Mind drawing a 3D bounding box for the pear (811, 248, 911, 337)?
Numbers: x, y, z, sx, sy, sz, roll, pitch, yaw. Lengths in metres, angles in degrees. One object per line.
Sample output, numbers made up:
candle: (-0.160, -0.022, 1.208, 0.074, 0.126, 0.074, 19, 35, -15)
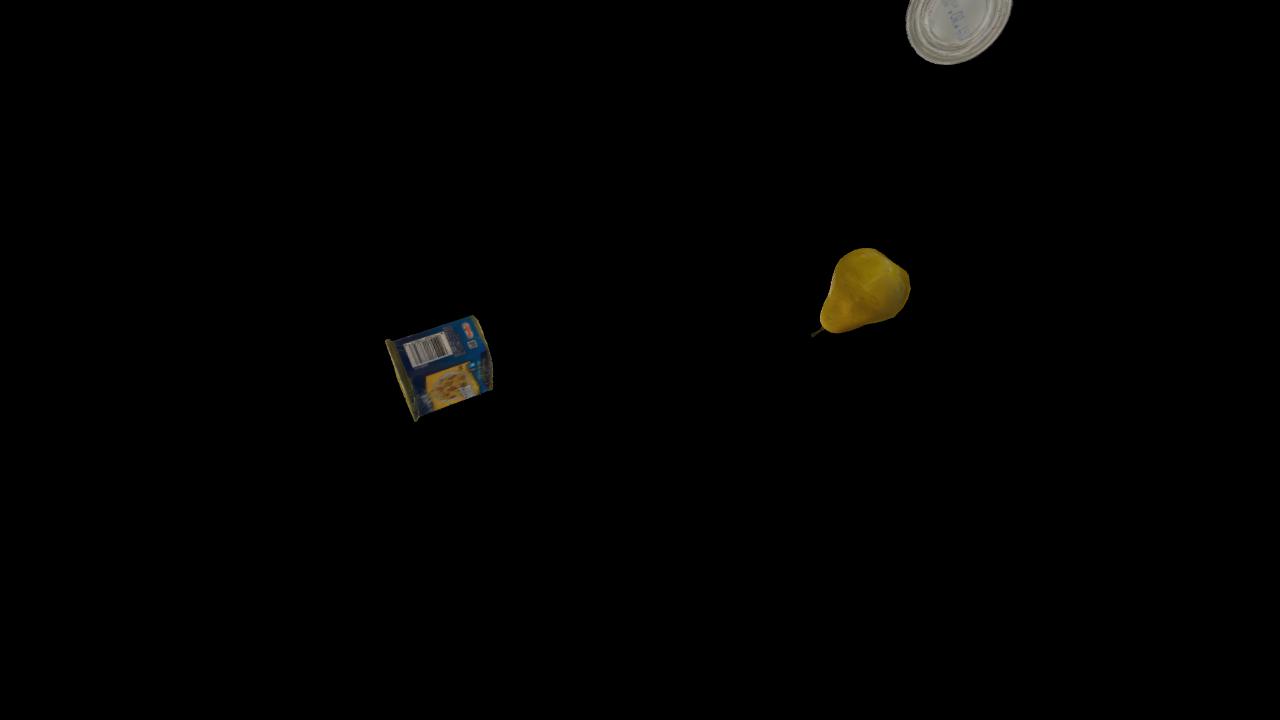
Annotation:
pear: (0.219, -0.058, 0.631, 0.080, 0.111, 0.080, 31, 21, -13)

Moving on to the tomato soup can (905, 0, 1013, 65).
tomato soup can: (0.234, -0.263, 0.455, 0.068, 0.068, 0.101, 0, 34, 26)

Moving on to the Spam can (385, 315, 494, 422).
Spam can: (-0.194, 0.008, 0.605, 0.085, 0.058, 0.101, -21, -20, -22)
